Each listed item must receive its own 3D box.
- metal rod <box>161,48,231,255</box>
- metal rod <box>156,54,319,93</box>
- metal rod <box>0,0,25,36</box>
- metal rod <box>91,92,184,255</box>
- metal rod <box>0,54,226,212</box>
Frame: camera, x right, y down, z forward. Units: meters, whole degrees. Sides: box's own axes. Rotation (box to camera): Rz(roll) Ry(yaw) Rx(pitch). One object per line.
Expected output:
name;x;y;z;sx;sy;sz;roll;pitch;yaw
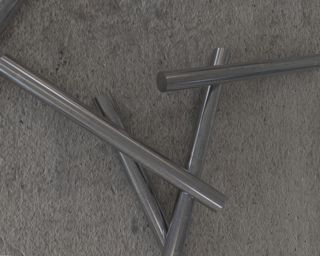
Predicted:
metal rod;0.049;0.033;0.411;0.025;0.025;0.299;19;78;-19
metal rod;0.132;-0.081;0.434;0.303;0.025;0.025;-12;94;-28
metal rod;-0.164;-0.151;0.348;0.025;0.025;0.300;32;80;-17
metal rod;-0.015;0.096;0.403;0.025;0.025;0.299;-26;99;-18
metal rod;-0.051;0.010;0.363;0.301;0.025;0.025;34;79;-7
